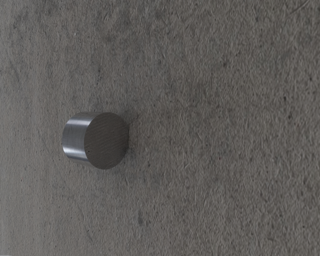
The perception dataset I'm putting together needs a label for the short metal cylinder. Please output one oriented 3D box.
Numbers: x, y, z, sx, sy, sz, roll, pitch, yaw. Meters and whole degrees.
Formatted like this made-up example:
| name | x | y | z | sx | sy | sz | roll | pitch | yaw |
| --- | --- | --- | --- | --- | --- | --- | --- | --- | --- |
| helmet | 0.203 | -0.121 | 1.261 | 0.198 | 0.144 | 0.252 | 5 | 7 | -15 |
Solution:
| name | x | y | z | sx | sy | sz | roll | pitch | yaw |
| --- | --- | --- | --- | --- | --- | --- | --- | --- | --- |
| short metal cylinder | -0.091 | 0.016 | 0.446 | 0.050 | 0.081 | 0.080 | 4 | 93 | 40 |
